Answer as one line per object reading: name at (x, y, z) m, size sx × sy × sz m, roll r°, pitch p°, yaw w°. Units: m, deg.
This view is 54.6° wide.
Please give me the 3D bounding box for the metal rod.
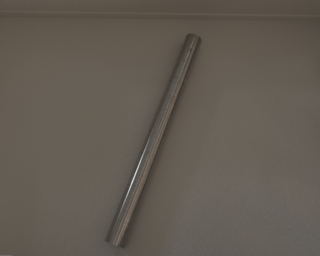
metal rod at (-0.001, 0.002, 0.406) m, size 0.025 × 0.025 × 0.300 m, roll 19°, pitch 71°, yaw 7°
